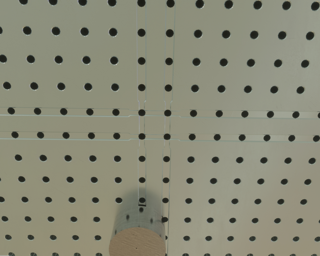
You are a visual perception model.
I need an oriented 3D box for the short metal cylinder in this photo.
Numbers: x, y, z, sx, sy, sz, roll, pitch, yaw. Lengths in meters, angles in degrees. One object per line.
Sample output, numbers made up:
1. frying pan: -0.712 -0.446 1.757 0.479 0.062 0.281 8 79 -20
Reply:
1. short metal cylinder: -0.032 0.164 0.460 0.081 0.050 0.079 0 110 -1
